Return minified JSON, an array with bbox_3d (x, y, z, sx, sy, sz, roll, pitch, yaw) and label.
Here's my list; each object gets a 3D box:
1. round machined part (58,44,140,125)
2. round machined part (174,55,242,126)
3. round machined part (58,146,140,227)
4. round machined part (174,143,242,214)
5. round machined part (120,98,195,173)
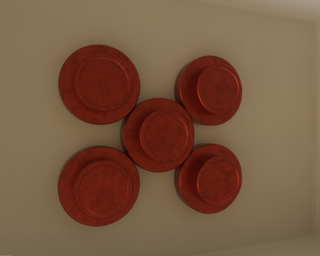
[{"bbox_3d":[-0.071,-0.053,0.374,0.099,0.042,0.097,0,90,-21],"label":"round machined part"},{"bbox_3d":[0.073,-0.052,0.428,0.099,0.042,0.097,0,90,-21],"label":"round machined part"},{"bbox_3d":[-0.071,0.071,0.375,0.099,0.042,0.097,0,90,-21],"label":"round machined part"},{"bbox_3d":[0.073,0.071,0.429,0.099,0.042,0.097,0,90,-21],"label":"round machined part"},{"bbox_3d":[0.001,0.009,0.401,0.099,0.042,0.097,0,90,-21],"label":"round machined part"}]
